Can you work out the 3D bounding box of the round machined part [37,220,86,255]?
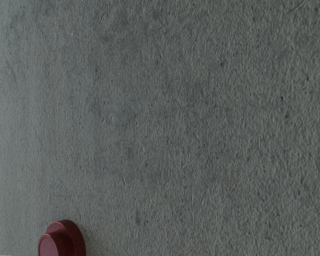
[{"bbox_3d":[-0.175,0.212,0.535,0.098,0.042,0.097,0,90,39],"label":"round machined part"}]
